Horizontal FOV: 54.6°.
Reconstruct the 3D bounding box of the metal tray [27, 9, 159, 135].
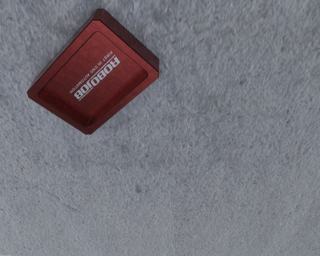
[{"bbox_3d":[-0.076,-0.057,0.354,0.130,0.030,0.090,-37,121,27],"label":"metal tray"}]
